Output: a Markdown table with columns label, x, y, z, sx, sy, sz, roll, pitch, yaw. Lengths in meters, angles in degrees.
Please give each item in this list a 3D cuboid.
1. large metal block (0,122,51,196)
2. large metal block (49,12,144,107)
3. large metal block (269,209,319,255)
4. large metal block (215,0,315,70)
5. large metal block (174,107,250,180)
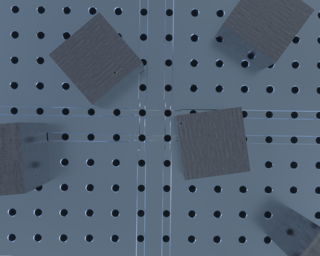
| label | x | y | z | sx | sy | sz | roll | pitch | yaw |
| --- | --- | --- | --- | --- | --- | --- | --- | --- | --- |
| large metal block | -0.178 | 0.035 | 0.384 | 0.050 | 0.080 | 0.079 | -5 | 90 | 0 |
| large metal block | -0.078 | -0.084 | 0.400 | 0.080 | 0.050 | 0.080 | -41 | 91 | 0 |
| large metal block | 0.198 | 0.156 | 0.389 | 0.080 | 0.080 | 0.050 | 38 | 90 | -1 |
| large metal block | 0.133 | -0.136 | 0.403 | 0.080 | 0.050 | 0.080 | 36 | 90 | -1 |
| large metal block | 0.065 | 0.019 | 0.402 | 0.081 | 0.050 | 0.080 | -8 | 90 | -1 |
